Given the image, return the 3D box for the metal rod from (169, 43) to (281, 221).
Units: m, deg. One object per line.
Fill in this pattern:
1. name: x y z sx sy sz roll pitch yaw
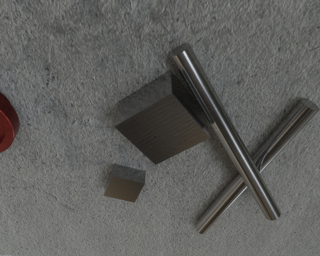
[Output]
1. metal rod: 0.097 0.023 0.406 0.025 0.025 0.299 -25 120 19

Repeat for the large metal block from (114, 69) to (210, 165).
1. large metal block: 0.003 -0.011 0.382 0.080 0.050 0.080 -29 125 22

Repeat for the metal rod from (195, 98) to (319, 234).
1. metal rod: 0.131 0.076 0.473 0.025 0.025 0.298 17 128 -15

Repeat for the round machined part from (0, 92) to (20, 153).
1. round machined part: -0.224 -0.015 0.380 0.099 0.042 0.097 -1 130 0

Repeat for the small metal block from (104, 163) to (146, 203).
1. small metal block: -0.055 0.086 0.480 0.050 0.025 0.050 16 128 -14
